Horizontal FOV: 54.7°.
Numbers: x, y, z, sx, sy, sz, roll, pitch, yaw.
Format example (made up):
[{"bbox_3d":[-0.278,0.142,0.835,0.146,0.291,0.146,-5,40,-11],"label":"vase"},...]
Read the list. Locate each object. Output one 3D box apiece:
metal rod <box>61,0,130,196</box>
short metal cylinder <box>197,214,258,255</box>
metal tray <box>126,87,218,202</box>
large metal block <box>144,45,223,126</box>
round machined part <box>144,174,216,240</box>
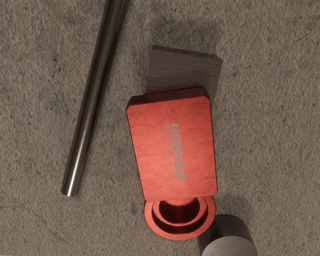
[{"bbox_3d":[-0.083,-0.043,0.392,0.025,0.025,0.298,17,109,-7],"label":"metal rod"},{"bbox_3d":[0.099,0.177,0.463,0.081,0.050,0.079,0,110,-1],"label":"short metal cylinder"},{"bbox_3d":[0.017,0.023,0.365,0.091,0.030,0.129,-7,114,4],"label":"metal tray"},{"bbox_3d":[0.024,-0.053,0.377,0.081,0.050,0.079,8,110,-4],"label":"large metal block"},{"bbox_3d":[0.027,0.107,0.441,0.099,0.042,0.097,0,110,-1],"label":"round machined part"}]
